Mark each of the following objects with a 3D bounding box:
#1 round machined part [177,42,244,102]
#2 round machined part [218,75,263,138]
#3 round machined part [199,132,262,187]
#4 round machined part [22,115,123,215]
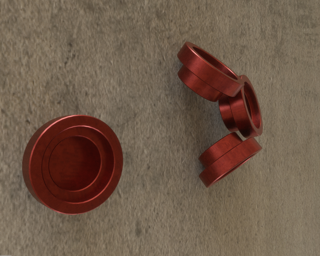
[{"bbox_3d":[0.063,-0.073,0.426,0.099,0.098,0.042,17,120,-39],"label":"round machined part"},{"bbox_3d":[0.125,-0.031,0.486,0.098,0.042,0.098,34,48,-49],"label":"round machined part"},{"bbox_3d":[0.096,0.042,0.453,0.099,0.097,0.042,-22,69,-38],"label":"round machined part"},{"bbox_3d":[-0.091,0.036,0.319,0.099,0.042,0.097,0,90,-40],"label":"round machined part"}]
